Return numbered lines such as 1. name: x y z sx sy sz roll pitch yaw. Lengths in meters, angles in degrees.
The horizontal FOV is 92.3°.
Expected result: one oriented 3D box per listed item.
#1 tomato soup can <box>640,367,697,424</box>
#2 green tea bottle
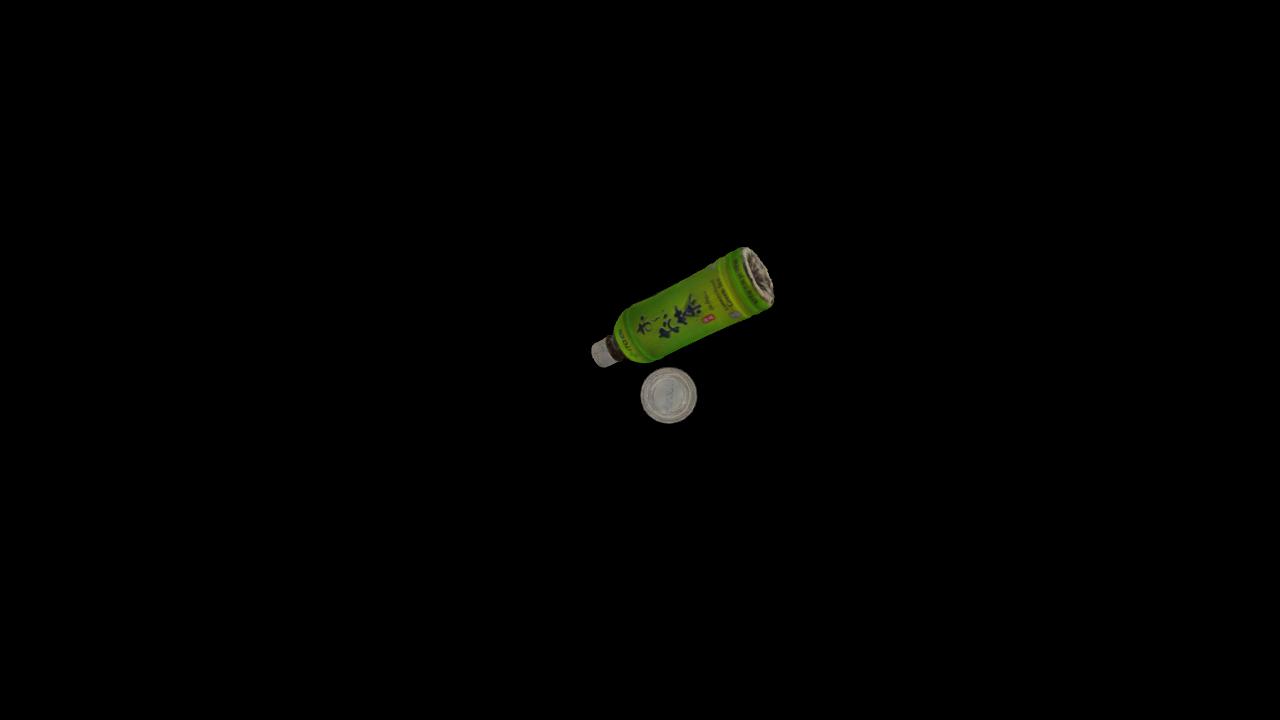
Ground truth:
1. tomato soup can: 0.035 0.044 0.751 0.068 0.068 0.101 0 -4 4
2. green tea bottle: 0.037 -0.044 0.662 0.212 0.073 0.073 -28 -14 27
